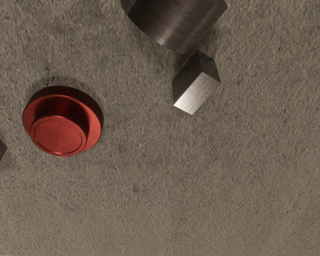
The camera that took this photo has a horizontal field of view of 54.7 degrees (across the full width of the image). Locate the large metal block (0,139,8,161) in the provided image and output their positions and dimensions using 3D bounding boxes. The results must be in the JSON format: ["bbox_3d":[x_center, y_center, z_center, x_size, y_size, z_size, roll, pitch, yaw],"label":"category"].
[{"bbox_3d":[-0.269,0.025,0.408,0.080,0.050,0.080,-14,129,11],"label":"large metal block"}]

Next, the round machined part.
[{"bbox_3d":[-0.124,-0.002,0.393,0.099,0.042,0.097,-1,130,0],"label":"round machined part"}]

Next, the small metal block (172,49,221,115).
[{"bbox_3d":[0.039,-0.052,0.348,0.025,0.050,0.050,27,125,-21],"label":"small metal block"}]

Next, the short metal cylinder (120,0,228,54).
[{"bbox_3d":[0.013,-0.112,0.276,0.080,0.080,0.050,28,125,-22],"label":"short metal cylinder"}]
